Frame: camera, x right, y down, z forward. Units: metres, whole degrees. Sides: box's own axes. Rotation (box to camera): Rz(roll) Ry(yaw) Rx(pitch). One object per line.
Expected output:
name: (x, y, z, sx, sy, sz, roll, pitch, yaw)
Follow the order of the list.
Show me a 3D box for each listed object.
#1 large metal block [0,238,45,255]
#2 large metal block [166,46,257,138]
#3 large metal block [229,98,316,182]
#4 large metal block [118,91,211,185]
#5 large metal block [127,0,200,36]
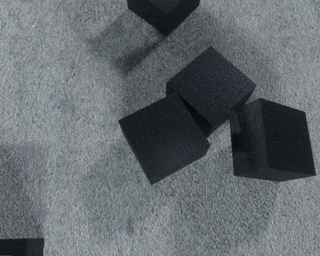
large metal block: (-0.178, 0.163, 0.334, 0.081, 0.050, 0.080, -2, 70, -1)
large metal block: (0.065, -0.047, 0.412, 0.080, 0.050, 0.080, -41, 75, -14)
large metal block: (0.133, 0.018, 0.371, 0.081, 0.050, 0.080, 12, 67, -29)
large metal block: (0.005, 0.014, 0.390, 0.080, 0.050, 0.080, -28, 73, -10)
large metal block: (0.006, -0.201, 0.468, 0.080, 0.050, 0.080, 40, 75, 13)
